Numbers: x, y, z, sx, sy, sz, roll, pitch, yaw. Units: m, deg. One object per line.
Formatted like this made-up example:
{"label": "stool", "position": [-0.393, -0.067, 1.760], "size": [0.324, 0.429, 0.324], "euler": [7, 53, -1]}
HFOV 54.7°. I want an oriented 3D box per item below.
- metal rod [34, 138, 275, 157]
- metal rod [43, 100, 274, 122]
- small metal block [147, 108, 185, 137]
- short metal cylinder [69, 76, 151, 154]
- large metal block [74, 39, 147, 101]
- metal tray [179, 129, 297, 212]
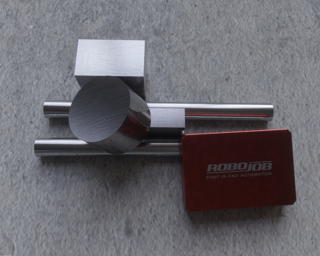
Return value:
{"label": "metal rod", "position": [-0.006, 0.025, 0.401], "size": [0.302, 0.025, 0.025], "euler": [0, 70, -1]}
{"label": "metal rod", "position": [-0.002, -0.023, 0.418], "size": [0.302, 0.025, 0.025], "euler": [1, 70, 0]}
{"label": "small metal block", "position": [0.005, -0.004, 0.397], "size": [0.050, 0.050, 0.025], "euler": [1, 70, 0]}
{"label": "short metal cylinder", "position": [-0.058, -0.014, 0.363], "size": [0.080, 0.050, 0.080], "euler": [-9, 66, 22]}
{"label": "large metal block", "position": [-0.059, -0.071, 0.406], "size": [0.081, 0.080, 0.050], "euler": [1, 70, 0]}
{"label": "metal tray", "position": [0.092, 0.049, 0.375], "size": [0.131, 0.030, 0.089], "euler": [-3, 88, -3]}
